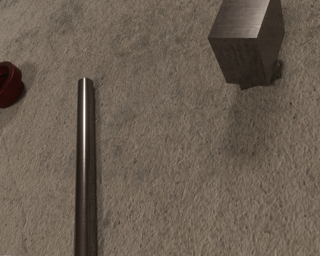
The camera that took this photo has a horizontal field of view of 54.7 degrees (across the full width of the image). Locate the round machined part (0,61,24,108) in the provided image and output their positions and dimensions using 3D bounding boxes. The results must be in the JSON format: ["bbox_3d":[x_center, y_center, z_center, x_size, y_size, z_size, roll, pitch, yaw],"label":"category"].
[{"bbox_3d":[-0.304,-0.077,0.596,0.098,0.042,0.098,-13,56,20],"label":"round machined part"}]

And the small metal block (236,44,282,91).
[{"bbox_3d":[0.120,-0.081,0.390,0.050,0.025,0.050,-17,55,18],"label":"small metal block"}]

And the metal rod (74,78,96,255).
[{"bbox_3d":[-0.103,0.048,0.426,0.025,0.025,0.299,-20,54,16],"label":"metal rod"}]

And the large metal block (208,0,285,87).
[{"bbox_3d":[0.101,-0.104,0.347,0.050,0.080,0.080,10,67,32],"label":"large metal block"}]
